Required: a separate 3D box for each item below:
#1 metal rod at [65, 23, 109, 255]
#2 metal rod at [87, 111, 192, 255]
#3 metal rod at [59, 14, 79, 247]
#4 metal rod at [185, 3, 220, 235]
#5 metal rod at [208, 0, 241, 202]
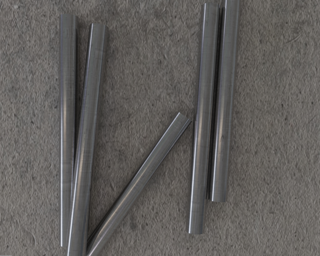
[{"bbox_3d":[-0.093,0.015,0.398,0.025,0.025,0.298,5,86,0],"label":"metal rod"},{"bbox_3d":[-0.053,0.107,0.409,0.025,0.025,0.299,35,90,0],"label":"metal rod"},{"bbox_3d":[-0.120,0.003,0.408,0.025,0.025,0.298,0,90,0],"label":"metal rod"},{"bbox_3d":[0.057,-0.012,0.410,0.025,0.025,0.298,4,90,0],"label":"metal rod"},{"bbox_3d":[0.087,-0.054,0.410,0.025,0.025,0.298,4,90,0],"label":"metal rod"}]
